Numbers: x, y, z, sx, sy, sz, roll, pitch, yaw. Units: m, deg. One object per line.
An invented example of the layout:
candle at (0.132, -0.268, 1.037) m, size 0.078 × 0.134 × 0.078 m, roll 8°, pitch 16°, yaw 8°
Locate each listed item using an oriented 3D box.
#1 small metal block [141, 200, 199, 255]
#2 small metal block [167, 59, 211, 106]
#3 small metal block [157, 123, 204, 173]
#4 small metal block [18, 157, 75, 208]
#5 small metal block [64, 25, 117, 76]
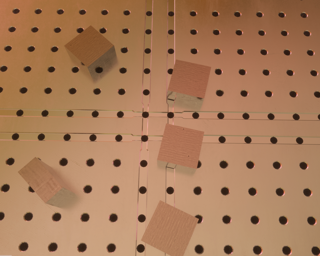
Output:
small metal block at (0.012, 0.121, 0.368) m, size 0.050 × 0.025 × 0.050 m, roll 24°, pitch 72°, yaw 8°
small metal block at (0.041, -0.064, 0.435) m, size 0.050 × 0.025 × 0.050 m, roll 13°, pitch 71°, yaw 5°
small metal block at (0.027, 0.026, 0.402) m, size 0.050 × 0.025 × 0.050 m, roll 13°, pitch 70°, yaw 4°
small metal block at (-0.135, 0.067, 0.374) m, size 0.050 × 0.050 × 0.025 m, roll 43°, pitch 76°, yaw 14°
small metal block at (-0.101, -0.113, 0.453) m, size 0.050 × 0.025 × 0.050 m, roll 43°, pitch 75°, yaw 14°
